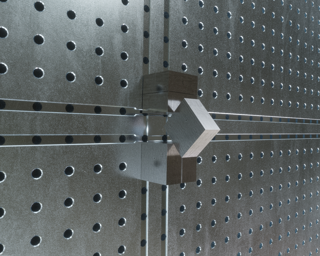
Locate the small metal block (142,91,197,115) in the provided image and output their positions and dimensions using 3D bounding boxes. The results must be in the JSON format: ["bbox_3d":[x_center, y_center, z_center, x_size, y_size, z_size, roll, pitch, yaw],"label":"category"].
[{"bbox_3d":[0.013,-0.031,0.405,0.050,0.050,0.025,3,89,-40],"label":"small metal block"}]

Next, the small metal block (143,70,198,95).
[{"bbox_3d":[0.013,-0.056,0.405,0.050,0.050,0.025,3,89,-40],"label":"small metal block"}]

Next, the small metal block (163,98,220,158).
[{"bbox_3d":[0.037,0.000,0.372,0.025,0.050,0.050,1,47,-40],"label":"small metal block"}]

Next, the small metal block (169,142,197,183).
[{"bbox_3d":[0.021,0.044,0.411,0.025,0.050,0.050,2,89,-40],"label":"small metal block"}]

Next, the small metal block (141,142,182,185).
[{"bbox_3d":[0.001,0.044,0.396,0.025,0.050,0.050,2,89,-40],"label":"small metal block"}]
